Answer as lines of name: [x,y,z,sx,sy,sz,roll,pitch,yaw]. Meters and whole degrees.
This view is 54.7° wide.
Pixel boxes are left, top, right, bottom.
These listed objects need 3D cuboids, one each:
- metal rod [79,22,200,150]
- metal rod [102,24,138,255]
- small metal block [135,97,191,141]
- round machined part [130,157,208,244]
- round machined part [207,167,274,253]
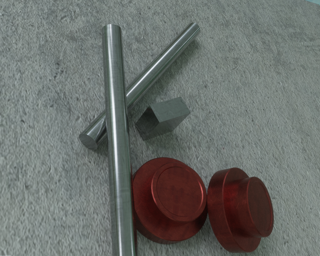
metal rod: [-0.011,-0.078,0.445,0.025,0.025,0.301,39,51,-2]
metal rod: [-0.046,0.017,0.342,0.025,0.025,0.299,4,68,-26]
small metal block: [0.003,-0.012,0.396,0.050,0.050,0.025,-18,72,-35]
round machined part: [0.014,0.078,0.353,0.099,0.042,0.098,14,56,-21]
round machined part: [0.100,0.095,0.365,0.098,0.042,0.098,26,55,-44]
